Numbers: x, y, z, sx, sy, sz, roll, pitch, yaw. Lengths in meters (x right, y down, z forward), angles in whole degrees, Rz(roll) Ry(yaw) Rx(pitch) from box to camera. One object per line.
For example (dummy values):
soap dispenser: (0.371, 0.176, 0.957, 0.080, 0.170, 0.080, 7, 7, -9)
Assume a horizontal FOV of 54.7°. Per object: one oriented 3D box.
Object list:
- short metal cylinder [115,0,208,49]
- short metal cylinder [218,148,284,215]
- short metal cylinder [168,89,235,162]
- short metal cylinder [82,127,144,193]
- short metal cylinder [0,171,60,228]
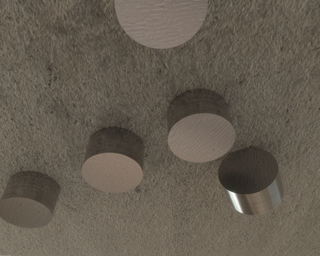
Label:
short metal cylinder: (0.001, -0.121, 0.287, 0.081, 0.050, 0.079, 0, 130, 0)
short metal cylinder: (0.128, 0.074, 0.435, 0.080, 0.080, 0.050, -18, 128, 14)
short metal cylinder: (0.050, -0.002, 0.389, 0.081, 0.050, 0.079, 0, 130, 0)
short metal cylinder: (-0.063, 0.045, 0.428, 0.081, 0.050, 0.079, 0, 130, 0)
short metal cylinder: (-0.204, 0.113, 0.485, 0.081, 0.050, 0.079, 0, 130, 0)
